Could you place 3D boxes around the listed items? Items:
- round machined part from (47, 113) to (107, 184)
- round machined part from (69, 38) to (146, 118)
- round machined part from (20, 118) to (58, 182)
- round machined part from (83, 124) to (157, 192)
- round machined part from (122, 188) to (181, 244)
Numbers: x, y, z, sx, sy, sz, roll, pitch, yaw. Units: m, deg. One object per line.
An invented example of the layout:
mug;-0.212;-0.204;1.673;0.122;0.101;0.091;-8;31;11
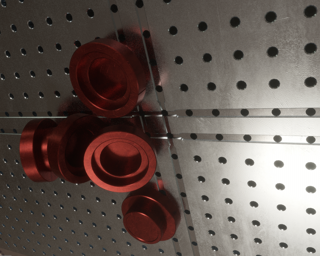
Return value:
round machined part;-0.120;0.027;0.442;0.042;0.099;0.097;11;124;32
round machined part;-0.061;-0.065;0.391;0.098;0.042;0.097;13;124;20
round machined part;-0.167;0.033;0.475;0.042;0.098;0.097;-5;118;8
round machined part;-0.054;0.039;0.435;0.099;0.042;0.097;-1;116;-2
round machined part;-0.020;0.148;0.501;0.098;0.042;0.097;13;124;20
